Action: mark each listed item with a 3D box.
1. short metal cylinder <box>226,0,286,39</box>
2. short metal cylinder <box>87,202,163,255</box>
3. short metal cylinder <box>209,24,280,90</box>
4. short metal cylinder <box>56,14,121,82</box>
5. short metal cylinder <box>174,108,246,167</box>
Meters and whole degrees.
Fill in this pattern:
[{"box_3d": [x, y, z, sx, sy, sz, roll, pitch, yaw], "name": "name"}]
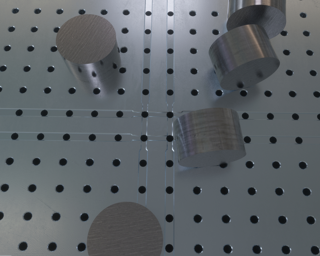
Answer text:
[{"box_3d": [0.138, -0.168, 0.445, 0.080, 0.080, 0.050, 7, 70, 2], "name": "short metal cylinder"}, {"box_3d": [-0.037, 0.127, 0.352, 0.081, 0.050, 0.080, 0, 70, 0], "name": "short metal cylinder"}, {"box_3d": [0.112, -0.093, 0.417, 0.081, 0.080, 0.050, -14, 71, -5], "name": "short metal cylinder"}, {"box_3d": [-0.099, -0.112, 0.438, 0.081, 0.050, 0.080, 0, 70, 0], "name": "short metal cylinder"}, {"box_3d": [0.059, 0.014, 0.378, 0.081, 0.080, 0.050, -6, 70, -2], "name": "short metal cylinder"}]
